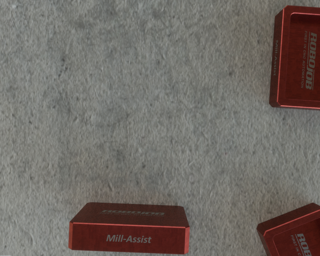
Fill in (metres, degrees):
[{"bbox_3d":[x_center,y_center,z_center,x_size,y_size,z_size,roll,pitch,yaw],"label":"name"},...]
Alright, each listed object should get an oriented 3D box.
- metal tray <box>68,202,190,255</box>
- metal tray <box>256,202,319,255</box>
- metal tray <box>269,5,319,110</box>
[{"bbox_3d":[-0.034,0.119,0.377,0.131,0.090,0.030,3,90,-1],"label":"metal tray"},{"bbox_3d":[0.196,0.177,0.410,0.090,0.030,0.129,-22,90,-1],"label":"metal tray"},{"bbox_3d":[0.198,-0.090,0.410,0.091,0.030,0.129,4,90,-1],"label":"metal tray"}]
